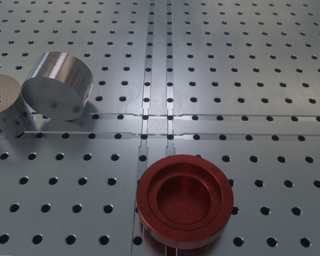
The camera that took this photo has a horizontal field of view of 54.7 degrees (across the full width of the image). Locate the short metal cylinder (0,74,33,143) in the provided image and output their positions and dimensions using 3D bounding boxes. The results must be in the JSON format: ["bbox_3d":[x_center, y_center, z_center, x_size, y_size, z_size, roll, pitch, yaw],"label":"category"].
[{"bbox_3d":[-0.219,-0.026,0.412,0.080,0.050,0.080,0,50,0],"label":"short metal cylinder"}]

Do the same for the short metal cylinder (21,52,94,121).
[{"bbox_3d":[-0.136,-0.055,0.417,0.080,0.080,0.050,5,51,4],"label":"short metal cylinder"}]

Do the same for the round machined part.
[{"bbox_3d":[0.025,0.080,0.329,0.099,0.042,0.098,0,50,0],"label":"round machined part"}]
